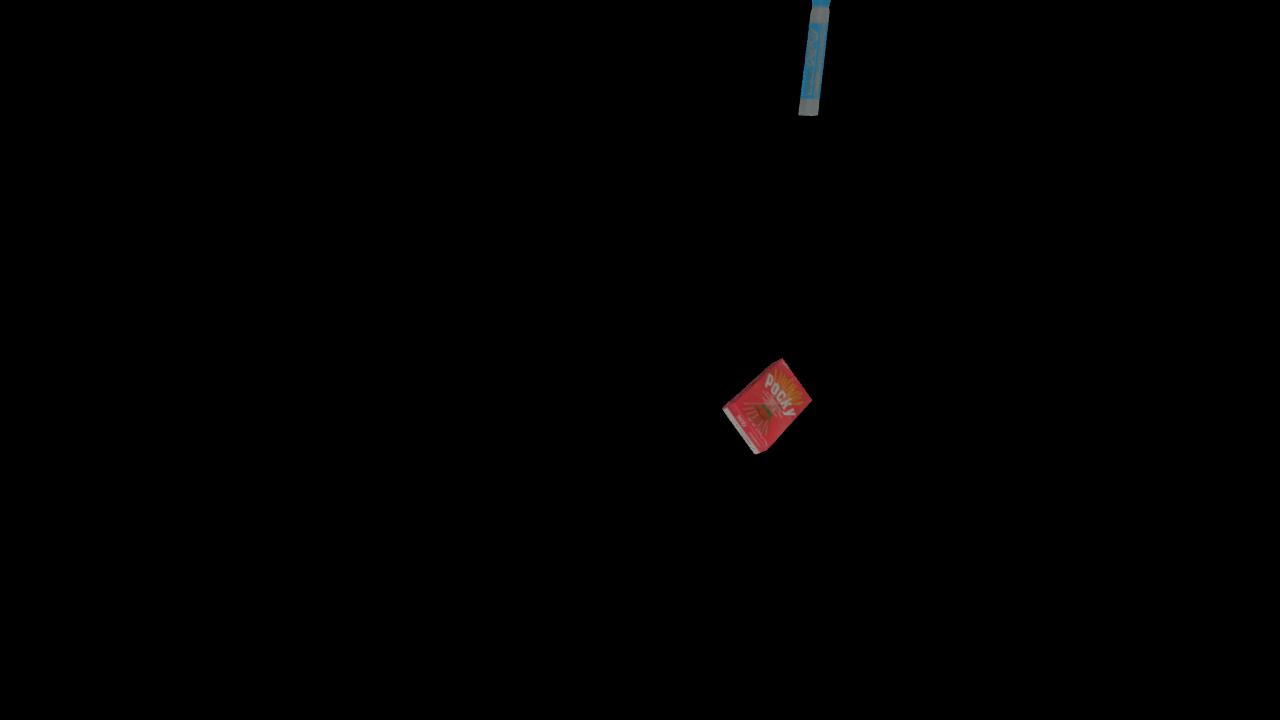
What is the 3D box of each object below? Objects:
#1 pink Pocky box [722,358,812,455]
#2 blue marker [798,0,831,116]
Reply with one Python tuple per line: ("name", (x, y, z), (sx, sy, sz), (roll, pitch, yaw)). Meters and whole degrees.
("pink Pocky box", (0.194, 0.066, 0.924), (0.155, 0.084, 0.029), (-34, -1, -42))
("blue marker", (0.165, -0.294, 0.577), (0.020, 0.121, 0.020), (0, 25, 0))
